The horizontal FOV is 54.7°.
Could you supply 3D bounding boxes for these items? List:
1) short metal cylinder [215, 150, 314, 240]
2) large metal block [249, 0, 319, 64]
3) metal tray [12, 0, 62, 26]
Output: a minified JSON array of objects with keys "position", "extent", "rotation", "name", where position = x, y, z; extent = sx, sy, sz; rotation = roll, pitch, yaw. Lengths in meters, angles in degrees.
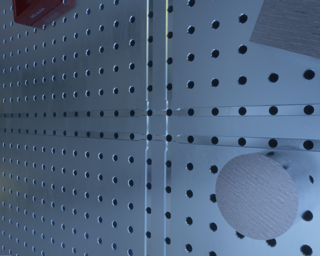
[{"position":[0.103,0.064,0.308],"extent":[0.080,0.050,0.079],"rotation":[0,90,40],"name":"short metal cylinder"},{"position":[0.140,-0.103,0.277],"extent":[0.080,0.050,0.079],"rotation":[28,108,36],"name":"large metal block"},{"position":[-0.245,-0.268,0.607],"extent":[0.130,0.030,0.090],"rotation":[-12,82,39],"name":"metal tray"}]
